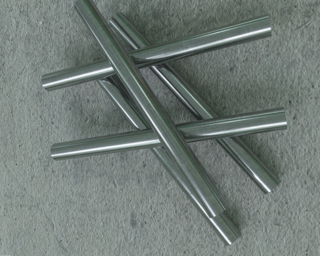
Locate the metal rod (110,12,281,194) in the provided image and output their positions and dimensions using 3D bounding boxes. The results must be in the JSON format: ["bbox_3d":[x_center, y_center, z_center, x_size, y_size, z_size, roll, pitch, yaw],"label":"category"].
[{"bbox_3d":[0.036,-0.040,0.396,0.025,0.025,0.300,-44,77,14],"label":"metal rod"}]

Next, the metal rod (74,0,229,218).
[{"bbox_3d":[-0.016,-0.033,0.362,0.025,0.025,0.299,-36,79,16],"label":"metal rod"}]

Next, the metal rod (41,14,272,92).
[{"bbox_3d":[-0.019,-0.089,0.390,0.301,0.025,0.025,-10,87,19],"label":"metal rod"}]

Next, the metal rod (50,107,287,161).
[{"bbox_3d":[-0.004,0.011,0.385,0.301,0.025,0.025,-9,87,19],"label":"metal rod"}]

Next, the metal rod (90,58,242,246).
[{"bbox_3d":[-0.002,0.022,0.409,0.025,0.025,0.300,-42,77,15],"label":"metal rod"}]
